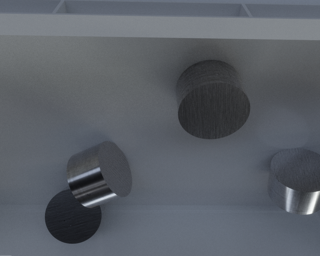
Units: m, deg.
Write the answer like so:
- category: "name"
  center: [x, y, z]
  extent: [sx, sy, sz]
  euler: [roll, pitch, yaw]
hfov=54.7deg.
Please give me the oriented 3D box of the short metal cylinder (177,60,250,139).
- category: "short metal cylinder"
  center: [0.060, -0.033, 0.366]
  extent: [0.081, 0.050, 0.079]
  euler: [0, 130, 0]

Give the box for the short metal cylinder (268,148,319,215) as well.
- category: "short metal cylinder"
  center: [0.197, 0.074, 0.440]
  extent: [0.080, 0.080, 0.050]
  euler: [-6, 130, 4]

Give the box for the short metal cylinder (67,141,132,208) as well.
- category: "short metal cylinder"
  center: [-0.081, 0.064, 0.426]
  extent: [0.050, 0.080, 0.080]
  euler: [-23, 127, 18]

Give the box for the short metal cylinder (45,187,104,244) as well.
- category: "short metal cylinder"
  center: [-0.128, 0.128, 0.473]
  extent: [0.081, 0.050, 0.079]
  euler: [0, 88, -5]
